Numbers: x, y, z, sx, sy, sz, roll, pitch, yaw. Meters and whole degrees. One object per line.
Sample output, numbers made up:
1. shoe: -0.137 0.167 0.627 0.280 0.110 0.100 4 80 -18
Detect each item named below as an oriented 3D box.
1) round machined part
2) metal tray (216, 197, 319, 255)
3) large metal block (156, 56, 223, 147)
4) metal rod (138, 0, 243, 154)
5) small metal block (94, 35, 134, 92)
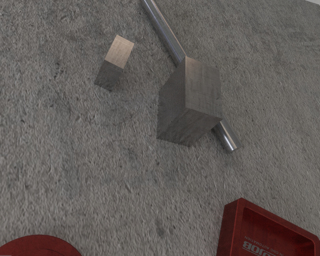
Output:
1. round machined part: -0.104 0.137 0.253 0.099 0.042 0.098 14 56 -21
2. metal tray: 0.135 0.154 0.379 0.131 0.030 0.090 28 52 -11
3. large metal block: 0.036 -0.032 0.408 0.050 0.080 0.080 16 55 -20
4. metal rod: 0.041 -0.096 0.484 0.025 0.025 0.299 -16 70 -34
5. small metal block: -0.060 -0.084 0.407 0.025 0.050 0.050 25 53 -13
